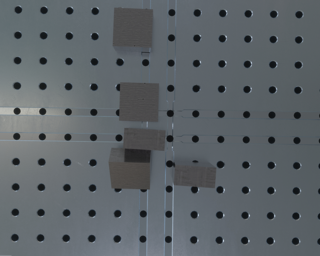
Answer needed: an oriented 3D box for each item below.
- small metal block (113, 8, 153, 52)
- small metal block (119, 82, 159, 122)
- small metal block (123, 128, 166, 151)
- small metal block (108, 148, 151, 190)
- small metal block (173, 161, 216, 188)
[{"bbox_3d":[-0.035,-0.130,0.413,0.050,0.025,0.050,2,90,0],"label":"small metal block"},{"bbox_3d":[-0.027,-0.034,0.413,0.050,0.025,0.050,2,90,0],"label":"small metal block"},{"bbox_3d":[-0.019,0.014,0.401,0.050,0.050,0.025,4,90,0],"label":"small metal block"},{"bbox_3d":[-0.037,0.053,0.400,0.050,0.025,0.050,2,129,0],"label":"small metal block"},{"bbox_3d":[0.043,0.059,0.401,0.050,0.050,0.025,4,90,0],"label":"small metal block"}]
